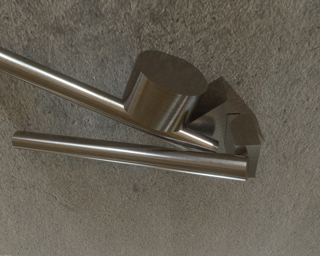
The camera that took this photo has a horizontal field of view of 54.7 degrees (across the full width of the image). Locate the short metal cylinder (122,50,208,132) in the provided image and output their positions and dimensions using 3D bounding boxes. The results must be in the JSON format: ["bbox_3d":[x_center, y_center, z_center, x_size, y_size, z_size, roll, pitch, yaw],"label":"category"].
[{"bbox_3d":[0.005,-0.041,0.339,0.081,0.080,0.050,16,128,-14],"label":"short metal cylinder"}]

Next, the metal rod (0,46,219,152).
[{"bbox_3d":[-0.076,-0.033,0.342,0.301,0.025,0.025,23,127,-5],"label":"metal rod"}]

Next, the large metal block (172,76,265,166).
[{"bbox_3d":[0.069,-0.004,0.388,0.080,0.050,0.080,-33,123,26],"label":"large metal block"}]

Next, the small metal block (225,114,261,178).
[{"bbox_3d":[0.089,0.020,0.341,0.025,0.050,0.050,-3,130,3],"label":"small metal block"}]

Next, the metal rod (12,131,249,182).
[{"bbox_3d":[-0.052,0.028,0.362,0.301,0.025,0.025,5,134,23],"label":"metal rod"}]
